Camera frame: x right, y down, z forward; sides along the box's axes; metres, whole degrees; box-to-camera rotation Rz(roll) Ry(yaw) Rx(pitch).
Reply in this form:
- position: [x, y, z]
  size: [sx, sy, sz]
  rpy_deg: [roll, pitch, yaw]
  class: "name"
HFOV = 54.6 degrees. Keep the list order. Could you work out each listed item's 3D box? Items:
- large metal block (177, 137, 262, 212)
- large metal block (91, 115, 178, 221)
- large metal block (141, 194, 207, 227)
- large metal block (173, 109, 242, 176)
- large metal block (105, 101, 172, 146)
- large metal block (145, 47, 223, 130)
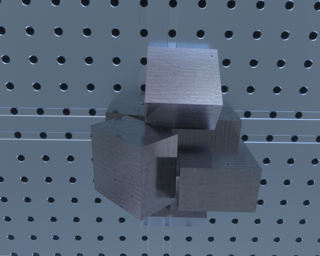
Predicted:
- position: [0.059, 0.049, 0.349]
  size: [0.080, 0.080, 0.050]
  rpy_deg: [1, 110, -1]
  class: "large metal block"
- position: [-0.029, 0.039, 0.336]
  size: [0.080, 0.050, 0.079]
  rpy_deg: [20, 118, 41]
  class: "large metal block"
- position: [0.016, 0.100, 0.415]
  size: [0.080, 0.050, 0.080]
  rpy_deg: [2, 155, -1]
  class: "large metal block"
- position: [0.056, 0.018, 0.407]
  size: [0.080, 0.050, 0.079]
  rpy_deg: [3, 110, -1]
  class: "large metal block"
- position: [-0.029, 0.014, 0.405]
  size: [0.080, 0.050, 0.079]
  rpy_deg: [6, 110, -3]
  class: "large metal block"
- position: [0.025, -0.046, 0.360]
  size: [0.080, 0.080, 0.050]
  rpy_deg: [2, 148, -1]
  class: "large metal block"
